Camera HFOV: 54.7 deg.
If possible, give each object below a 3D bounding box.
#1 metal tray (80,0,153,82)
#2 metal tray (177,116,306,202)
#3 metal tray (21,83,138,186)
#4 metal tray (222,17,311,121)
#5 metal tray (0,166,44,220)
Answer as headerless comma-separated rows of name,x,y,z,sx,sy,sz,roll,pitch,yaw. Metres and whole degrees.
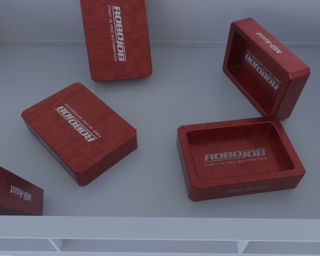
metal tray,-0.063,-0.138,0.457,0.091,0.129,0.030,-7,15,-6
metal tray,0.092,0.034,0.373,0.131,0.030,0.090,-6,50,-5
metal tray,-0.103,0.002,0.399,0.091,0.030,0.130,-36,59,-27
metal tray,0.139,-0.081,0.431,0.030,0.090,0.130,-19,53,-15
metal tray,-0.172,0.063,0.281,0.091,0.130,0.030,-3,69,-3
